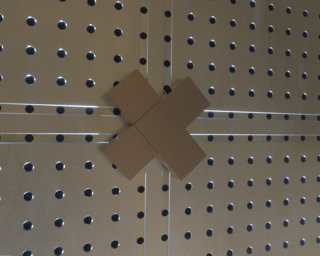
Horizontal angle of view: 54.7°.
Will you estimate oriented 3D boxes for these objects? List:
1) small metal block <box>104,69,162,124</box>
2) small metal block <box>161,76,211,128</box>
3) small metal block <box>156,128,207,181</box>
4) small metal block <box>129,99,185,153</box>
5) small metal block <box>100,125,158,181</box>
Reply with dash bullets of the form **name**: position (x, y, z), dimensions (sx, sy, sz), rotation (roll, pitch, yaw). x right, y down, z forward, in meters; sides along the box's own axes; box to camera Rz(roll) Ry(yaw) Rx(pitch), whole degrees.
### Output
- **small metal block**: position (-0.035, -0.040, 0.400), dimensions (0.050, 0.025, 0.050), rotation (-43, 104, -15)
- **small metal block**: position (0.032, -0.035, 0.425), dimensions (0.050, 0.025, 0.050), rotation (-43, 104, -15)
- **small metal block**: position (0.027, 0.035, 0.424), dimensions (0.050, 0.025, 0.050), rotation (-43, 104, -15)
- **small metal block**: position (-0.004, -0.002, 0.411), dimensions (0.050, 0.025, 0.050), rotation (-43, 104, -15)
- **small metal block**: position (-0.040, 0.031, 0.399), dimensions (0.050, 0.025, 0.050), rotation (-43, 104, -15)
